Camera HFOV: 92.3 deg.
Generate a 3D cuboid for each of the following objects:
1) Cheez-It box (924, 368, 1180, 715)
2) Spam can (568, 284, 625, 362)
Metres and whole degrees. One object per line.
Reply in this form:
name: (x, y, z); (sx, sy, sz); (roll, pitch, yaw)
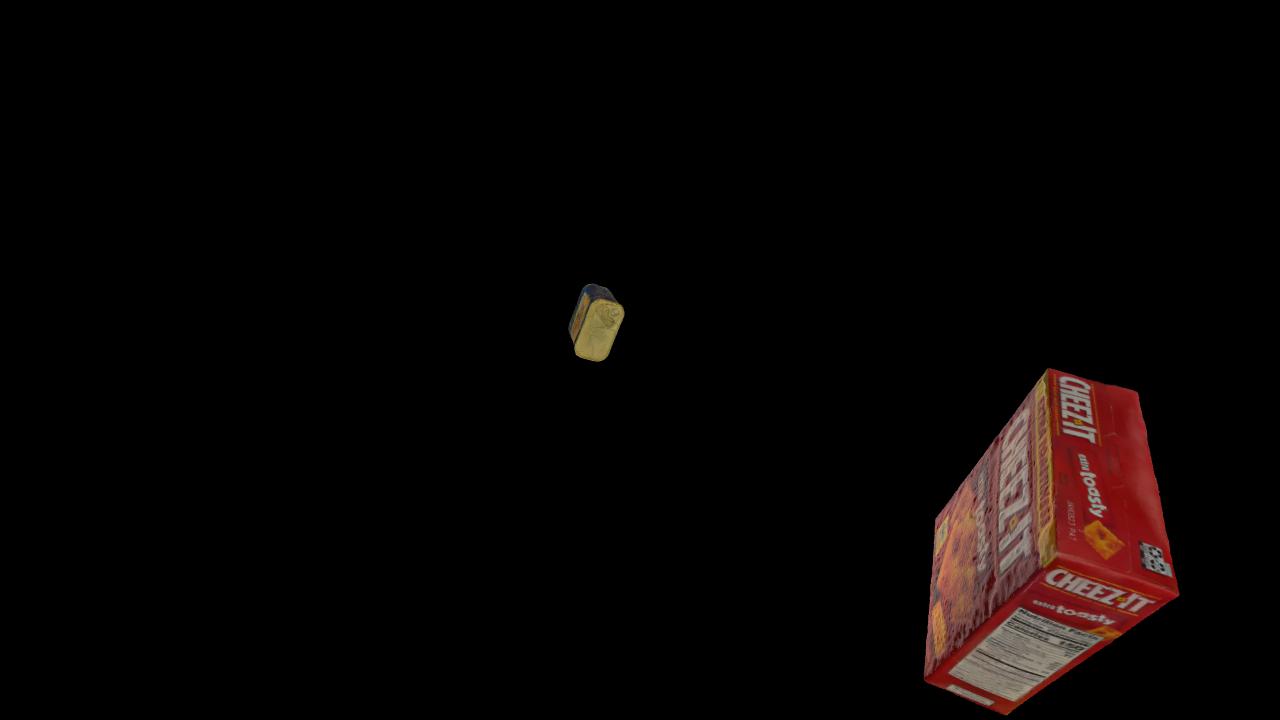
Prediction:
Cheez-It box: (0.291, 0.142, 0.466); (0.071, 0.223, 0.166); (17, 48, 14)
Spam can: (-0.073, -0.061, 0.976); (0.058, 0.101, 0.085); (16, 19, -23)
